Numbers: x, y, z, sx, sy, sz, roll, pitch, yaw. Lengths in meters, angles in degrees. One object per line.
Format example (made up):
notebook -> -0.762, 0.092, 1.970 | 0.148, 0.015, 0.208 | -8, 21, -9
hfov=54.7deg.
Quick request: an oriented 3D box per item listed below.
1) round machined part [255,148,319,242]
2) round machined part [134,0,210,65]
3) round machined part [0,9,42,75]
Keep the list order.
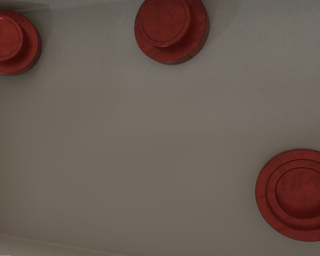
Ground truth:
round machined part -> 0.159, 0.071, 0.345 | 0.098, 0.042, 0.097 | 0, 90, 20
round machined part -> 0.011, -0.133, 0.397 | 0.098, 0.042, 0.097 | 0, 90, 20
round machined part -> -0.233, -0.130, 0.463 | 0.099, 0.042, 0.097 | 0, 90, -7
